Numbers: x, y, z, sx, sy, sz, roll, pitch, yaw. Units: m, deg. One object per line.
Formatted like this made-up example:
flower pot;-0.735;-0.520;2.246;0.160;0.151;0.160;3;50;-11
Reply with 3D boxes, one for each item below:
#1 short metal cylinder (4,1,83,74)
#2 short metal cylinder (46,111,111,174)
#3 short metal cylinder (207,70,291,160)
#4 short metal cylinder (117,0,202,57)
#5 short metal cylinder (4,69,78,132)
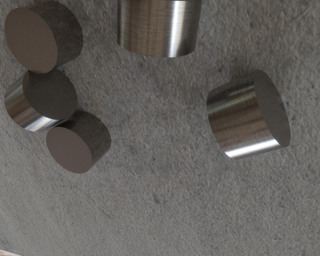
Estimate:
short metal cylinder;-0.147;-0.116;0.394;0.080;0.050;0.079;13;124;20
short metal cylinder;-0.121;0.021;0.466;0.080;0.050;0.079;13;124;20
short metal cylinder;0.091;-0.012;0.315;0.050;0.080;0.080;-22;107;36
short metal cylinder;-0.002;-0.108;0.304;0.080;0.080;0.050;18;125;17
short metal cylinder;-0.164;-0.040;0.430;0.050;0.080;0.080;-24;106;36
